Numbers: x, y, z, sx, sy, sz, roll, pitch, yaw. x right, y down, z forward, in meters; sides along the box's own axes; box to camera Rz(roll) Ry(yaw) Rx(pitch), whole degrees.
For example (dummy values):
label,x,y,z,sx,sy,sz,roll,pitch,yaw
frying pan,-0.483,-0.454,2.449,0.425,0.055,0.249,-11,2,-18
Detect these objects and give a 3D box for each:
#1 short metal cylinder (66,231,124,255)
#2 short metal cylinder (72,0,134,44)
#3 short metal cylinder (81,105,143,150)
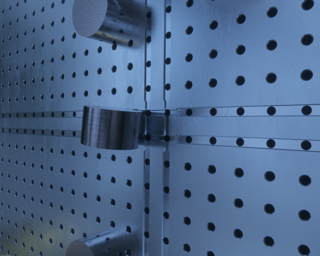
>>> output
label,x,y,z,sx,sy,sz,roll,pitch,yaw
short metal cylinder,-0.099,0.205,0.472,0.080,0.050,0.079,0,90,39
short metal cylinder,-0.085,-0.170,0.461,0.080,0.050,0.079,0,90,39
short metal cylinder,-0.066,-0.002,0.426,0.080,0.081,0.050,11,97,39
